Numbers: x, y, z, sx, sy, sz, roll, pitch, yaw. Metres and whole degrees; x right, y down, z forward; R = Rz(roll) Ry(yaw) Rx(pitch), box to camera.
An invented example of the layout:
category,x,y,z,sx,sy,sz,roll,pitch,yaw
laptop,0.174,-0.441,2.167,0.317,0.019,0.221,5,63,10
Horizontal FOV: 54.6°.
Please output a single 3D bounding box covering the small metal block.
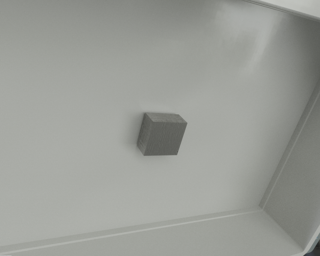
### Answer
category,x,y,z,sx,sy,sz,roll,pitch,yaw
small metal block,0.002,0.009,0.410,0.050,0.025,0.050,2,118,-29
